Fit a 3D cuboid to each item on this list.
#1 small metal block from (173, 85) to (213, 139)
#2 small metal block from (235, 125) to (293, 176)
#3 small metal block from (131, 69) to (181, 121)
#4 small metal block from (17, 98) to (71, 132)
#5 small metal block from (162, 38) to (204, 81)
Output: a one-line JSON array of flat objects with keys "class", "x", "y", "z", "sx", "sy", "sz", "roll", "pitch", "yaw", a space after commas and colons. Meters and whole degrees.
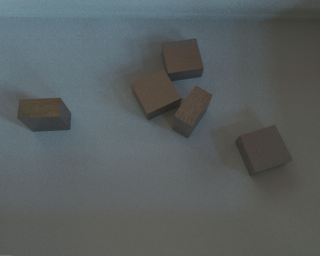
[{"class": "small metal block", "x": 0.041, "y": -0.020, "z": 0.404, "sx": 0.025, "sy": 0.050, "sz": 0.050, "roll": 32, "pitch": 73, "yaw": 10}, {"class": "small metal block", "x": 0.133, "y": 0.029, "z": 0.401, "sx": 0.050, "sy": 0.025, "sz": 0.050, "roll": -17, "pitch": 71, "yaw": -7}, {"class": "small metal block", "x": -0.006, "y": -0.046, "z": 0.426, "sx": 0.050, "sy": 0.025, "sz": 0.050, "roll": -25, "pitch": 72, "yaw": -9}, {"class": "small metal block", "x": -0.147, "y": -0.016, "z": 0.400, "sx": 0.050, "sy": 0.050, "sz": 0.025, "roll": -3, "pitch": 70, "yaw": -1}, {"class": "small metal block", "x": 0.032, "y": -0.098, "z": 0.446, "sx": 0.050, "sy": 0.025, "sz": 0.050, "roll": -9, "pitch": 70, "yaw": -4}]
